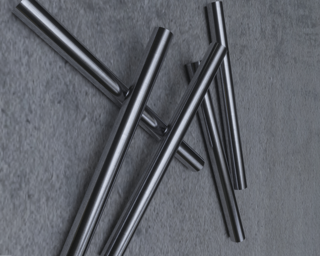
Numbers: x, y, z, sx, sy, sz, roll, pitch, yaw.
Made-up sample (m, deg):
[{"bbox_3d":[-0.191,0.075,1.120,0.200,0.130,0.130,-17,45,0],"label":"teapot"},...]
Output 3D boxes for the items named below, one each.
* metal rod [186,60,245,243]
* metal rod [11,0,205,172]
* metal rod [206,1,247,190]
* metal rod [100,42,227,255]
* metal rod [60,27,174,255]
[{"bbox_3d":[0.090,0.044,0.482,0.025,0.025,0.298,-26,107,-37],"label":"metal rod"},{"bbox_3d":[-0.039,-0.033,0.373,0.300,0.025,0.025,43,64,-32],"label":"metal rod"},{"bbox_3d":[0.109,-0.046,0.498,0.025,0.025,0.298,-17,101,-39],"label":"metal rod"},{"bbox_3d":[0.009,0.024,0.384,0.025,0.025,0.299,35,78,-35],"label":"metal rod"},{"bbox_3d":[-0.050,0.027,0.341,0.025,0.025,0.299,27,80,-37],"label":"metal rod"}]
